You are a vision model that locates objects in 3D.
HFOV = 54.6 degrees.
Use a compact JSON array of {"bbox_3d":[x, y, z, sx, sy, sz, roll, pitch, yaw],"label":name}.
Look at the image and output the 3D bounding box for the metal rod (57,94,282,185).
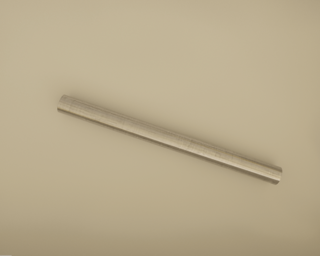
[{"bbox_3d":[0.013,0.016,0.410,0.301,0.025,0.025,19,90,0],"label":"metal rod"}]
